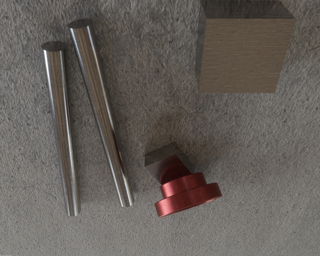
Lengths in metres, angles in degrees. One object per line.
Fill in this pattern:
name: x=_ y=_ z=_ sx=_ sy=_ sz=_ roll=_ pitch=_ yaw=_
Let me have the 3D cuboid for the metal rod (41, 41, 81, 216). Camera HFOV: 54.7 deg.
metal rod: x=-0.130 y=0.026 z=0.426 sx=0.025 sy=0.025 sz=0.298 roll=5 pitch=130 yaw=-4

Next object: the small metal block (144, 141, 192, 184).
small metal block: x=0.013 y=0.053 z=0.453 sx=0.050 sy=0.025 sz=0.050 roll=-25 pitch=126 yaw=19

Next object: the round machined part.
round machined part: x=0.039 y=0.097 z=0.459 sx=0.099 sy=0.042 sz=0.098 roll=-17 pitch=163 yaw=-5

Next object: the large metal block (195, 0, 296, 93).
large metal block: x=0.081 y=-0.083 z=0.321 sx=0.081 sy=0.050 sz=0.079 roll=0 pitch=130 yaw=-1

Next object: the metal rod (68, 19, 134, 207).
metal rod: x=-0.068 y=0.007 z=0.411 sx=0.025 sy=0.025 sz=0.298 roll=-4 pitch=130 yaw=3
